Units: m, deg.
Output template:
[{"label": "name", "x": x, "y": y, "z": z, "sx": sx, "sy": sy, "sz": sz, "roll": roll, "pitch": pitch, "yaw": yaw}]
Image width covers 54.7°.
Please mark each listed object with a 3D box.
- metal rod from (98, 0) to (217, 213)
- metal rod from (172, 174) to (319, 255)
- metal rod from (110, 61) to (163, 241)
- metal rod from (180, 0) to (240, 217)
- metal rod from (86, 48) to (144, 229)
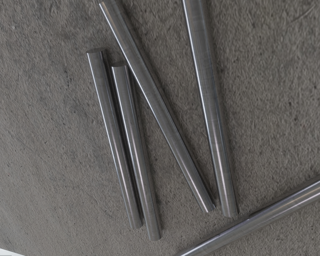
[{"label": "metal rod", "x": 0.005, "y": -0.016, "z": 0.393, "sx": 0.025, "sy": 0.025, "sz": 0.299, "roll": -14, "pitch": 111, "yaw": 34}, {"label": "metal rod", "x": 0.108, "y": 0.145, "z": 0.439, "sx": 0.025, "sy": 0.025, "sz": 0.298, "roll": 42, "pitch": 129, "yaw": -1}, {"label": "metal rod", "x": -0.028, "y": 0.051, "z": 0.453, "sx": 0.025, "sy": 0.025, "sz": 0.298, "roll": 5, "pitch": 121, "yaw": 25}, {"label": "metal rod", "x": 0.063, "y": -0.017, "z": 0.363, "sx": 0.025, "sy": 0.025, "sz": 0.298, "roll": 0, "pitch": 119, "yaw": 28}, {"label": "metal rod", "x": -0.060, "y": 0.033, "z": 0.458, "sx": 0.025, "sy": 0.025, "sz": 0.298, "roll": 5, "pitch": 121, "yaw": 25}]
